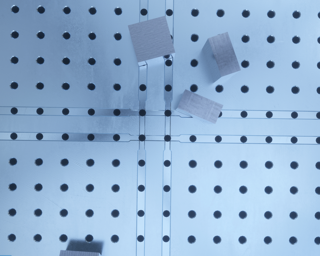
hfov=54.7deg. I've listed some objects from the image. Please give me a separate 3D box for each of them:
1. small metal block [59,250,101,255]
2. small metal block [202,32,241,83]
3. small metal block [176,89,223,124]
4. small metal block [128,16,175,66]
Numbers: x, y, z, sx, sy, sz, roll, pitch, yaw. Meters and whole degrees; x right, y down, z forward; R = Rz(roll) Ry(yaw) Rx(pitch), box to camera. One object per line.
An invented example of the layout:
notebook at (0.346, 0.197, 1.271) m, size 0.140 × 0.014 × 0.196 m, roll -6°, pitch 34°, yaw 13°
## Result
small metal block at (-0.107, 0.188, 0.401) m, size 0.050 × 0.025 × 0.050 m, roll 4°, pitch 59°, yaw -1°
small metal block at (0.079, -0.090, 0.402) m, size 0.025 × 0.050 × 0.050 m, roll -19°, pitch 90°, yaw 0°
small metal block at (0.049, -0.026, 0.402) m, size 0.050 × 0.050 × 0.025 m, roll 23°, pitch 90°, yaw -1°
small metal block at (-0.011, -0.115, 0.413) m, size 0.050 × 0.025 × 0.050 m, roll -15°, pitch 90°, yaw -1°
